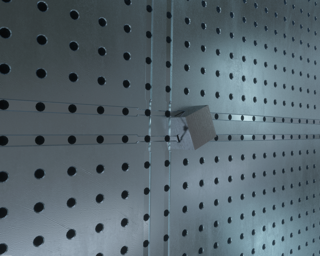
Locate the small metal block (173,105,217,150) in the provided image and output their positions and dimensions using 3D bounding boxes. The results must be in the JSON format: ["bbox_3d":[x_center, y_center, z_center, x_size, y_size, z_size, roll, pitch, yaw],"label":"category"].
[{"bbox_3d":[0.051,-0.001,0.451,0.050,0.025,0.050,-28,108,-36],"label":"small metal block"}]
